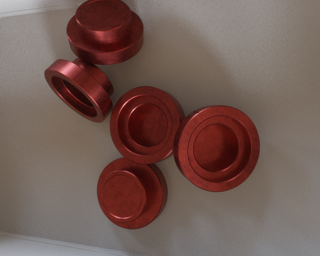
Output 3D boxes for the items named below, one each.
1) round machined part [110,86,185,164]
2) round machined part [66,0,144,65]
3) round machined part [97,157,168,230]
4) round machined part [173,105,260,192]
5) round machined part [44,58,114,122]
[{"bbox_3d":[-0.012,-0.003,0.404,0.098,0.042,0.097,0,89,23],"label":"round machined part"},{"bbox_3d":[-0.071,-0.131,0.399,0.099,0.042,0.098,1,56,-2],"label":"round machined part"},{"bbox_3d":[-0.043,0.088,0.417,0.098,0.042,0.097,0,90,20],"label":"round machined part"},{"bbox_3d":[0.062,0.022,0.364,0.099,0.042,0.097,-1,95,-14],"label":"round machined part"},{"bbox_3d":[-0.102,-0.055,0.417,0.098,0.098,0.042,29,66,17],"label":"round machined part"}]
